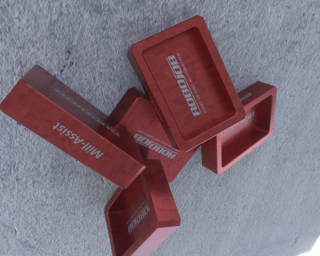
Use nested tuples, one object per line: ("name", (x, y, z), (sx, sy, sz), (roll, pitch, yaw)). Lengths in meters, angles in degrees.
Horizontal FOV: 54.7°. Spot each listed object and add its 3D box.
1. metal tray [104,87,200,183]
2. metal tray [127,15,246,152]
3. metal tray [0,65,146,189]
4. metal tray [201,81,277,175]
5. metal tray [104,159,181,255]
("metal tray", (-0.010, 0.015, 0.410), (0.131, 0.030, 0.090), (28, 103, -38))
("metal tray", (0.031, -0.049, 0.355), (0.090, 0.030, 0.129), (-28, 99, -11))
("metal tray", (-0.079, -0.003, 0.302), (0.130, 0.090, 0.030), (38, 97, -23))
("metal tray", (0.115, -0.002, 0.448), (0.131, 0.030, 0.089), (-30, 130, -28))
("metal tray", (-0.029, 0.111, 0.395), (0.030, 0.090, 0.129), (6, 136, -31))
